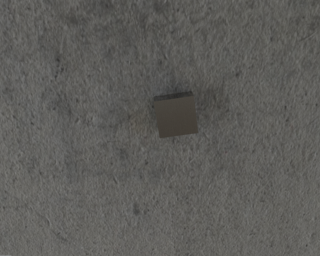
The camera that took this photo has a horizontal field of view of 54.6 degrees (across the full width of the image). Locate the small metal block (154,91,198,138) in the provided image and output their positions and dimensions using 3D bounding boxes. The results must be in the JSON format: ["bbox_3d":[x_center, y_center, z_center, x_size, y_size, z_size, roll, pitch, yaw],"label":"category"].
[{"bbox_3d":[0.021,-0.017,0.403,0.050,0.025,0.050,-8,110,3],"label":"small metal block"}]
